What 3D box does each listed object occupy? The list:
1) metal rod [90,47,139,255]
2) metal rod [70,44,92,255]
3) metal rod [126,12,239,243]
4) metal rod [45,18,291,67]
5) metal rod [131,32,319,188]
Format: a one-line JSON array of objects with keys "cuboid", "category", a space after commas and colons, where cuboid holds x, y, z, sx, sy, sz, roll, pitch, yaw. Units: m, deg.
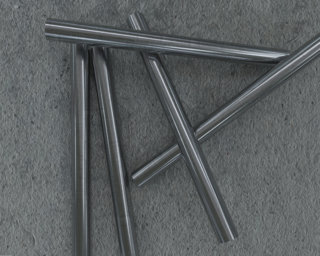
[{"cuboid": [-0.058, 0.043, 0.409, 0.025, 0.025, 0.298, -8, 90, 0], "category": "metal rod"}, {"cuboid": [-0.104, 0.037, 0.408, 0.025, 0.025, 0.298, 0, 90, 0], "category": "metal rod"}, {"cuboid": [0.023, -0.009, 0.382, 0.025, 0.025, 0.299, -22, 79, 0], "category": "metal rod"}, {"cuboid": [0.020, -0.102, 0.381, 0.302, 0.025, 0.025, 4, 90, -12], "category": "metal rod"}, {"cuboid": [0.089, -0.021, 0.397, 0.300, 0.025, 0.025, -37, 90, 5], "category": "metal rod"}]
